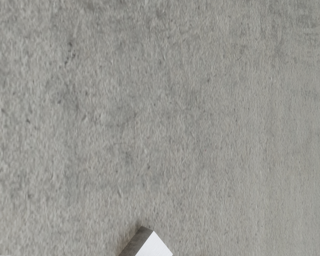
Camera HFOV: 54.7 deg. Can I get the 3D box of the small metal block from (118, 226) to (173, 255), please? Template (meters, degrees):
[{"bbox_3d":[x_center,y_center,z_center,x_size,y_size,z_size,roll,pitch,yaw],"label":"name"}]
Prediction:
[{"bbox_3d":[-0.018,0.163,0.392,0.050,0.025,0.050,-48,119,-29],"label":"small metal block"}]
